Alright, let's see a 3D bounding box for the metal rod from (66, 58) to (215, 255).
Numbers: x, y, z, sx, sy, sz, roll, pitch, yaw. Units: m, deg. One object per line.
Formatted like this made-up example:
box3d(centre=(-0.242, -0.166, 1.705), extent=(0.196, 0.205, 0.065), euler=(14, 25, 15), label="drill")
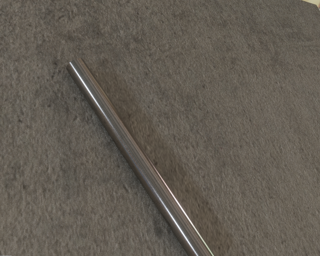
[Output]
box3d(centre=(-0.024, 0.040, 0.367), extent=(0.025, 0.025, 0.299), euler=(-26, 76, -37), label="metal rod")
